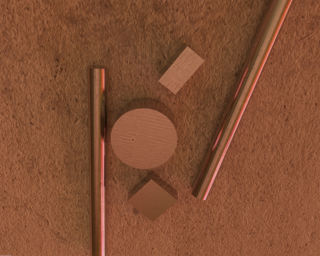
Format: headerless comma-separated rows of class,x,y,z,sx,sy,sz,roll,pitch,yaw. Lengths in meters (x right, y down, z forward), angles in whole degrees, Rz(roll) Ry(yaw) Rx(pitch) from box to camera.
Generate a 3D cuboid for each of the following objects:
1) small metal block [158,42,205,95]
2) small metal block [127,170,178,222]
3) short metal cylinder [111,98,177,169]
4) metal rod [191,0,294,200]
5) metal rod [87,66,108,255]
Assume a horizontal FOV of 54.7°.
small metal block,0.024,-0.073,0.370,0.025,0.050,0.050,38,106,-13
small metal block,-0.011,0.098,0.446,0.050,0.025,0.050,42,105,-14
short metal cylinder,-0.019,0.006,0.398,0.081,0.050,0.079,0,110,0
metal rod,0.103,-0.037,0.396,0.025,0.025,0.298,17,109,-6
metal rod,-0.086,0.064,0.432,0.025,0.025,0.298,3,110,-2
